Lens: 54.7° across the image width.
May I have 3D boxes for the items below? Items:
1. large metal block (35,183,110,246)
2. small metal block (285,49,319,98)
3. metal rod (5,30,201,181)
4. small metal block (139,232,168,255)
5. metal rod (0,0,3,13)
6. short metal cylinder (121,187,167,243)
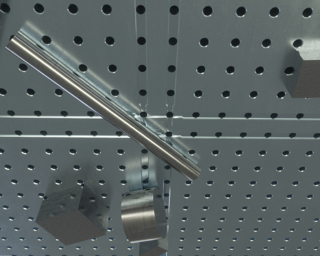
[{"bbox_3d":[-0.143,0.146,0.518,0.080,0.050,0.080,-20,128,16],"label":"large metal block"},{"bbox_3d":[0.181,-0.063,0.360,0.050,0.025,0.050,-1,130,1],"label":"small metal block"},{"bbox_3d":[-0.052,-0.013,0.399,0.025,0.025,0.301,-37,122,27],"label":"metal rod"},{"bbox_3d":[-0.012,0.209,0.573,0.025,0.050,0.050,36,121,-27],"label":"small metal block"},{"bbox_3d":[-0.223,-0.047,0.368,0.025,0.025,0.298,22,127,-18],"label":"metal rod"},{"bbox_3d":[-0.024,0.138,0.493,0.050,0.080,0.080,-12,129,10],"label":"short metal cylinder"}]
